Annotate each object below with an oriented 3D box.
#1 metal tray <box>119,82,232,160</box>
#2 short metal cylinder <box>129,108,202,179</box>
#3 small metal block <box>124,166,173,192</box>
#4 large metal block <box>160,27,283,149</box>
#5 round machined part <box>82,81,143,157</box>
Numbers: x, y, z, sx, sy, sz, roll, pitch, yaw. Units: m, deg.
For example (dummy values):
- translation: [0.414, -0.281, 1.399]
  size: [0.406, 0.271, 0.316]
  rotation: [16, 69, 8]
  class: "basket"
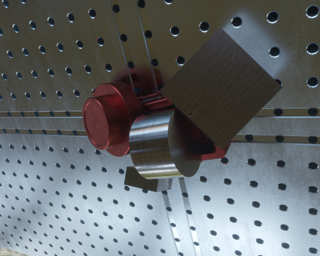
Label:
- translation: [0.014, 0.001, 0.398]
  size: [0.130, 0.030, 0.090]
  rotation: [-12, 113, 33]
  class: "metal tray"
- translation: [0.009, 0.019, 0.362]
  size: [0.050, 0.080, 0.080]
  rotation: [-10, 114, 31]
  class: "short metal cylinder"
- translation: [-0.015, 0.071, 0.439]
  size: [0.050, 0.050, 0.025]
  rotation: [8, 88, 25]
  class: "small metal block"
- translation: [0.057, -0.038, 0.311]
  size: [0.080, 0.050, 0.080]
  rotation: [43, 92, -3]
  class: "large metal block"
- translation: [-0.065, -0.009, 0.400]
  size: [0.098, 0.042, 0.097]
  rotation: [21, 119, 46]
  class: "round machined part"
